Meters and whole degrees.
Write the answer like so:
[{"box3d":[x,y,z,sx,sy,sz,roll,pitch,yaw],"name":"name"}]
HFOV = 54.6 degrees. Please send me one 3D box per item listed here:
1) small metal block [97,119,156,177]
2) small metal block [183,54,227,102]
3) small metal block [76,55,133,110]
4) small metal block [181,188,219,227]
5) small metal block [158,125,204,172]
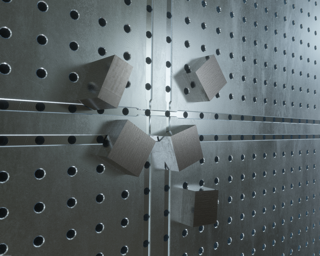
[{"box3d":[-0.040,0.024,0.375,0.050,0.025,0.050,40,66,-33],"name":"small metal block"},{"box3d":[0.069,-0.074,0.465,0.050,0.025,0.050,-46,117,-30],"name":"small metal block"},{"box3d":[-0.061,-0.048,0.340,0.025,0.050,0.050,30,71,-36],"name":"small metal block"},{"box3d":[0.059,0.115,0.458,0.050,0.025,0.050,7,86,-40],"name":"small metal block"},{"box3d":[0.030,0.027,0.433,0.050,0.025,0.050,-23,105,-38],"name":"small metal block"}]
